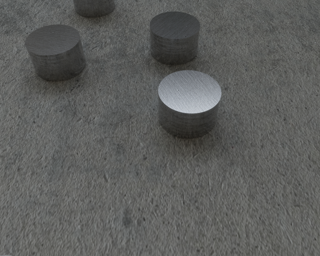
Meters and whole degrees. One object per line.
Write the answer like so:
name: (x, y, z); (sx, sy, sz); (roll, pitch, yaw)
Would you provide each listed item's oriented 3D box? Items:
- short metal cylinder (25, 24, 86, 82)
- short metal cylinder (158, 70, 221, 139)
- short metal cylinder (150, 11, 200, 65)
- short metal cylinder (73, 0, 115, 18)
short metal cylinder: (-0.161, -0.118, 0.485); (0.080, 0.050, 0.080); (0, 50, 0)
short metal cylinder: (0.038, -0.032, 0.414); (0.080, 0.050, 0.080); (0, 50, 0)
short metal cylinder: (0.024, -0.149, 0.512); (0.080, 0.050, 0.080); (0, 50, 0)
short metal cylinder: (-0.130, -0.259, 0.604); (0.080, 0.050, 0.080); (0, 50, 0)
